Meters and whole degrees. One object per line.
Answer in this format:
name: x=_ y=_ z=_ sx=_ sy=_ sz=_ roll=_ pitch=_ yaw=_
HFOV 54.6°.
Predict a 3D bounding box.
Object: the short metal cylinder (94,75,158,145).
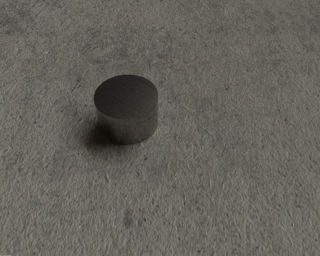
short metal cylinder: x=-0.043 y=-0.025 z=0.408 sx=0.080 sy=0.050 sz=0.080 roll=0 pitch=50 yaw=0
